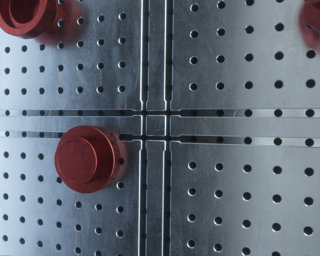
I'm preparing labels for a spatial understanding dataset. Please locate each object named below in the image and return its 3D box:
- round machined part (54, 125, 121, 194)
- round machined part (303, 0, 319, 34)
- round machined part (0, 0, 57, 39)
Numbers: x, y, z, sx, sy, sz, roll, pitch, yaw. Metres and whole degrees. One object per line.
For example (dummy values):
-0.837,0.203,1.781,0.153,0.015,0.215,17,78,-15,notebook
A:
-0.109,0.045,0.441,0.098,0.042,0.097,0,90,19,round machined part
0.184,-0.144,0.307,0.042,0.098,0.098,26,101,-21,round machined part
-0.199,-0.184,0.472,0.098,0.042,0.097,0,90,19,round machined part
